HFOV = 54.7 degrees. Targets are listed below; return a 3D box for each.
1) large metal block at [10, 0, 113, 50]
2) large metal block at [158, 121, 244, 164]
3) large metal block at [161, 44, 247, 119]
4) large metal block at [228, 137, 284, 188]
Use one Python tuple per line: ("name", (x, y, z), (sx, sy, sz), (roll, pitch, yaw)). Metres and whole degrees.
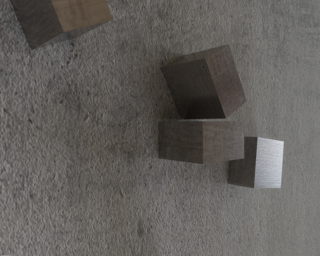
("large metal block", (-0.099, -0.125, 0.286), (0.050, 0.080, 0.080), (-31, 109, -36))
("large metal block", (0.055, 0.016, 0.415), (0.081, 0.080, 0.050), (-1, 91, -40))
("large metal block", (0.059, -0.059, 0.418), (0.050, 0.080, 0.080), (-36, 112, -34))
("large metal block", (0.163, 0.058, 0.525), (0.081, 0.050, 0.080), (9, 84, -40))
